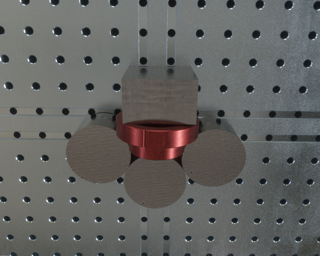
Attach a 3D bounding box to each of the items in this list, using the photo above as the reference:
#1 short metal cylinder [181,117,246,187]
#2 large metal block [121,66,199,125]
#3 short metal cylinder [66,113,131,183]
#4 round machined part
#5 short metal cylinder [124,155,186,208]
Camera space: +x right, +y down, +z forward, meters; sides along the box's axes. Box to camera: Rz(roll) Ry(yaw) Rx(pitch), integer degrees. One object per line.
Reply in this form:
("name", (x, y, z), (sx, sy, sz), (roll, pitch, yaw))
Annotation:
("short metal cylinder", (0.068, 0.030, 0.412), (0.081, 0.050, 0.079), (0, 110, 0))
("large metal block", (0.000, -0.041, 0.368), (0.081, 0.080, 0.050), (1, 110, -1))
("short metal cylinder", (-0.077, 0.026, 0.409), (0.081, 0.050, 0.079), (0, 110, 0))
("round machined part", (-0.003, 0.006, 0.375), (0.099, 0.098, 0.042), (2, 110, -1))
("short metal cylinder", (-0.006, 0.062, 0.423), (0.081, 0.050, 0.079), (0, 110, 0))
